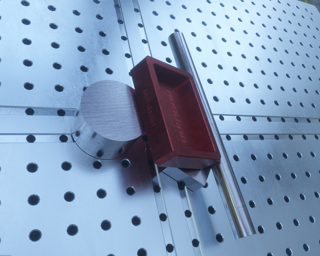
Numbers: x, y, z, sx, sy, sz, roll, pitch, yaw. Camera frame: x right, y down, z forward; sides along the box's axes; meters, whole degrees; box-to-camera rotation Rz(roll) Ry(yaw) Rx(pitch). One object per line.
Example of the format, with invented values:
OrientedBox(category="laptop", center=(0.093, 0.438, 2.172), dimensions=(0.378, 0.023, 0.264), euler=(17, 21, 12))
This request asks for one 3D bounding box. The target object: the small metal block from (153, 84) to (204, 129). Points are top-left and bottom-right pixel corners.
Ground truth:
OrientedBox(category="small metal block", center=(0.027, -0.031, 0.444), dimensions=(0.050, 0.025, 0.050), euler=(-16, 70, -35))

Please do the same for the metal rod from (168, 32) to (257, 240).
OrientedBox(category="metal rod", center=(0.061, -0.007, 0.415), dimensions=(0.025, 0.025, 0.299), euler=(-1, 62, -29))

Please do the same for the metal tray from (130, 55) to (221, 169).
OrientedBox(category="metal tray", center=(0.019, -0.017, 0.376), dimensions=(0.091, 0.030, 0.130), euler=(11, 55, -46))

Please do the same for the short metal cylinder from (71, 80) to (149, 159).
OrientedBox(category="short metal cylinder", center=(-0.059, -0.009, 0.366), dimensions=(0.081, 0.050, 0.080), euler=(14, 56, -21))

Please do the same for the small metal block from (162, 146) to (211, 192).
OrientedBox(category="small metal block", center=(0.038, 0.046, 0.401), dimensions=(0.050, 0.025, 0.050), euler=(34, 51, -7))
